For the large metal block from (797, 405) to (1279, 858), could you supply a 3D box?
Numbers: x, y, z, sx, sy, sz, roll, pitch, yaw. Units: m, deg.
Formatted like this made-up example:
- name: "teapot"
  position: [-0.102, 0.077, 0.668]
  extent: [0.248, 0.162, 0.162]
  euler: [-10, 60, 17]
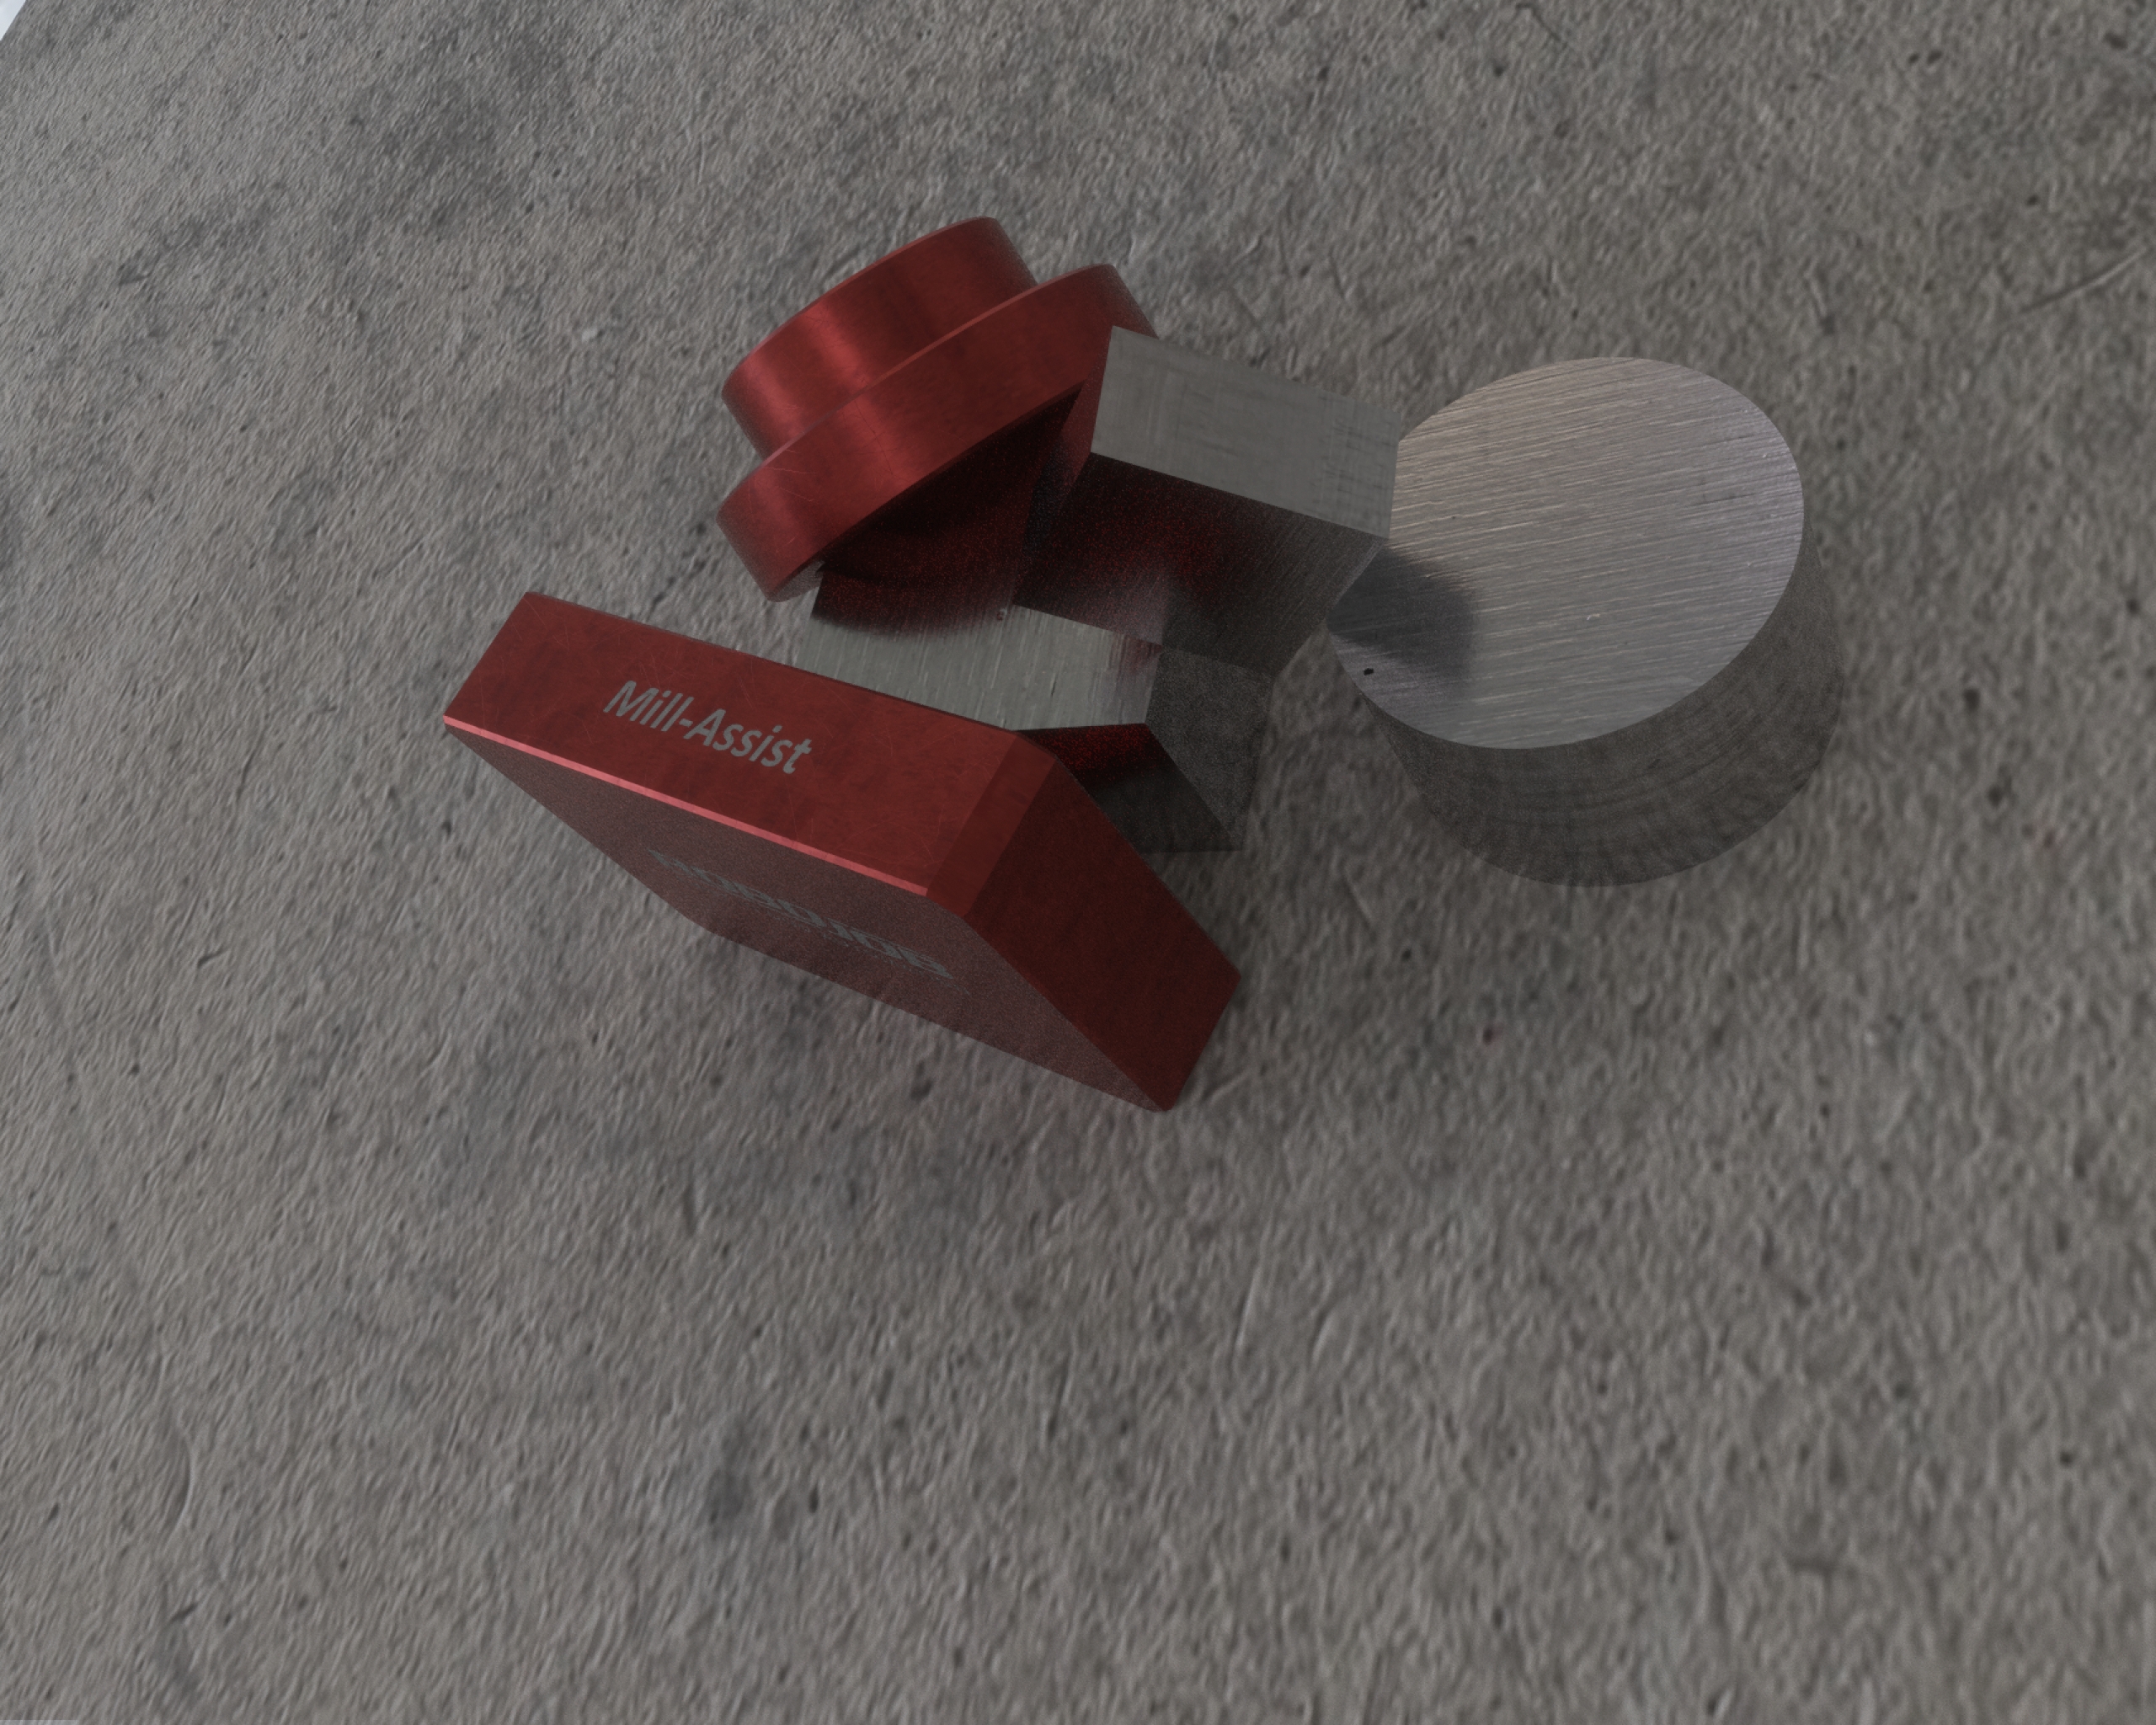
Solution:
- name: "large metal block"
  position: [-0.005, -0.047, 0.422]
  extent: [0.080, 0.050, 0.080]
  euler: [-1, 61, 27]

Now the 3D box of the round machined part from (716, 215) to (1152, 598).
- name: "round machined part"
  position: [-0.035, -0.098, 0.436]
  extent: [0.098, 0.098, 0.042]
  euler: [-32, 96, 7]

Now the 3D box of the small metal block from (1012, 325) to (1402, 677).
- name: "small metal block"
  position: [0.021, -0.060, 0.356]
  extent: [0.050, 0.050, 0.025]
  euler: [14, 65, -11]

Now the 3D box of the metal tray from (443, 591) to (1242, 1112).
- name: "metal tray"
  position: [-0.044, -0.002, 0.387]
  extent: [0.130, 0.090, 0.030]
  euler: [18, 72, 35]

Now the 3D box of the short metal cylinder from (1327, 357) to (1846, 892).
- name: "short metal cylinder"
  position: [0.090, -0.042, 0.369]
  extent: [0.080, 0.050, 0.080]
  euler: [-13, 56, 21]
